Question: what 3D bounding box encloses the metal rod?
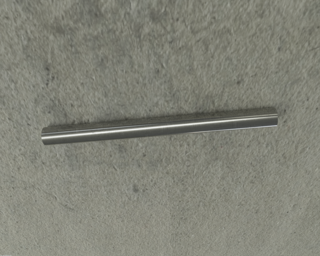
[{"bbox_3d":[-0.003,-0.001,0.405,0.302,0.025,0.025,-5,130,3],"label":"metal rod"}]
